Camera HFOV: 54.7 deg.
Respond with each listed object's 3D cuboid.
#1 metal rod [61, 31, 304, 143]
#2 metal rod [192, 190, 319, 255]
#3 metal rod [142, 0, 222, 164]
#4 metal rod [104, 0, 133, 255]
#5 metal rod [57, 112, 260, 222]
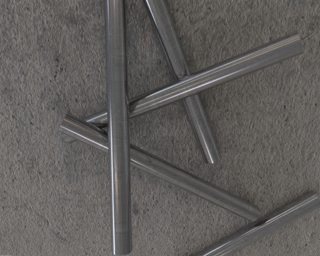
[{"bbox_3d":[0.012,-0.041,0.370,0.300,0.025,0.025,-20,109,16],"label":"metal rod"},{"bbox_3d":[0.105,0.182,0.477,0.300,0.025,0.025,-33,107,11],"label":"metal rod"},{"bbox_3d":[0.018,-0.088,0.377,0.025,0.025,0.299,-20,109,7],"label":"metal rod"},{"bbox_3d":[-0.049,-0.003,0.362,0.025,0.025,0.298,-1,93,0],"label":"metal rod"},{"bbox_3d":[0.011,0.059,0.412,0.301,0.025,0.025,28,108,-18],"label":"metal rod"}]
